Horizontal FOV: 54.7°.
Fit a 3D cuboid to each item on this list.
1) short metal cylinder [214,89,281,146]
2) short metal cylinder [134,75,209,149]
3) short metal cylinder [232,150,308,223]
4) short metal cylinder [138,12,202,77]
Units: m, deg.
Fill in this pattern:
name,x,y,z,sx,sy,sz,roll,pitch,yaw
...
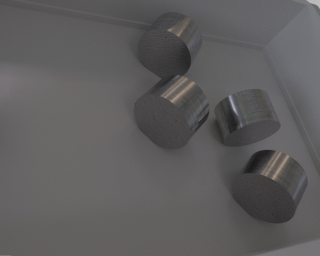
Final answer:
name,x,y,z,sx,sy,sz,roll,pitch,yaw
short metal cylinder,0.124,-0.013,0.445,0.081,0.080,0.050,1,61,-28
short metal cylinder,0.015,-0.020,0.390,0.080,0.080,0.050,43,51,1
short metal cylinder,0.141,0.075,0.400,0.080,0.080,0.050,46,51,3
short metal cylinder,0.015,-0.119,0.451,0.080,0.080,0.050,34,51,-6
